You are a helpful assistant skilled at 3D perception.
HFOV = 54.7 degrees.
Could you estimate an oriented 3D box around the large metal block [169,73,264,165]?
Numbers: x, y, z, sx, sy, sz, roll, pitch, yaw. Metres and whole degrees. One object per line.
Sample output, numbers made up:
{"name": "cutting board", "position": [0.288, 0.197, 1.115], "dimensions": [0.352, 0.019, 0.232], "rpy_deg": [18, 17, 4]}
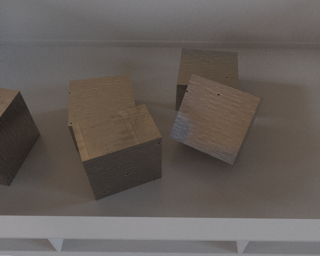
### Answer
{"name": "large metal block", "position": [0.068, -0.013, 0.372], "dimensions": [0.080, 0.079, 0.050], "rpy_deg": [24, 13, 18]}

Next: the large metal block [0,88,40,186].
{"name": "large metal block", "position": [-0.193, 0.009, 0.360], "dimensions": [0.050, 0.080, 0.080], "rpy_deg": [9, 51, 8]}

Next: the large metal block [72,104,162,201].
{"name": "large metal block", "position": [-0.045, 0.028, 0.345], "dimensions": [0.081, 0.080, 0.050], "rpy_deg": [-17, 52, -14]}

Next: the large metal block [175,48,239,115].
{"name": "large metal block", "position": [0.067, -0.067, 0.446], "dimensions": [0.080, 0.050, 0.080], "rpy_deg": [6, 50, 5]}

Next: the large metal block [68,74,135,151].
{"name": "large metal block", "position": [-0.073, -0.021, 0.406], "dimensions": [0.081, 0.050, 0.080], "rpy_deg": [-7, 50, -6]}
